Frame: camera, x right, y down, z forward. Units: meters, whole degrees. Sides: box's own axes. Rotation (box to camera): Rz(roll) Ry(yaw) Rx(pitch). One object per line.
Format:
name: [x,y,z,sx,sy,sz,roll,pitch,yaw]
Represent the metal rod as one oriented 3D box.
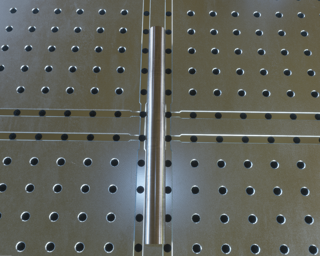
metal rod: [-0.005,-0.005,0.413,0.025,0.025,0.299,0,70,0]
